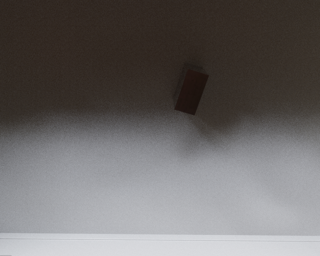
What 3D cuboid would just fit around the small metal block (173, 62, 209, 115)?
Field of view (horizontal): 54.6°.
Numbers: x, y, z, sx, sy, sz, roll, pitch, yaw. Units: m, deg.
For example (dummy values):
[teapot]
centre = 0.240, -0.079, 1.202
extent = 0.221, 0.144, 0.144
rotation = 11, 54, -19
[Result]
[small metal block]
centre = 0.036, -0.049, 0.380
extent = 0.025, 0.050, 0.050
rotation = 16, 109, -6
